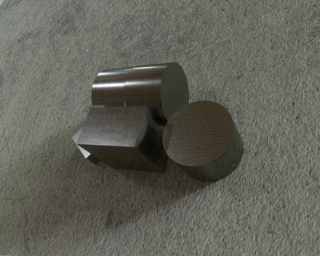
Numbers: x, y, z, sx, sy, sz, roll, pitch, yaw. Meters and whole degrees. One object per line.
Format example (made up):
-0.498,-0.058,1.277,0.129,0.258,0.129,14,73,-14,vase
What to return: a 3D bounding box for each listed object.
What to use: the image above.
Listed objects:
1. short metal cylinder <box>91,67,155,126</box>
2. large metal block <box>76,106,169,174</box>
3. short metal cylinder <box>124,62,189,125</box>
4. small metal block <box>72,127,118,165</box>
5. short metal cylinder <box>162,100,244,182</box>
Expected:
-0.047,-0.042,0.421,0.050,0.080,0.080,1,62,29,short metal cylinder
-0.039,0.016,0.382,0.080,0.080,0.050,1,62,28,large metal block
-0.002,-0.042,0.398,0.050,0.080,0.080,1,62,29,short metal cylinder
-0.091,0.016,0.444,0.050,0.025,0.050,-44,51,-3,small metal block
0.050,0.016,0.353,0.080,0.050,0.080,-13,56,21,short metal cylinder
